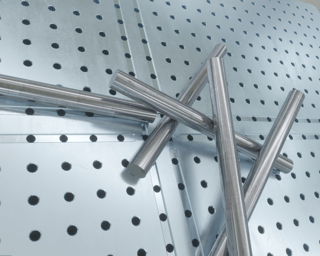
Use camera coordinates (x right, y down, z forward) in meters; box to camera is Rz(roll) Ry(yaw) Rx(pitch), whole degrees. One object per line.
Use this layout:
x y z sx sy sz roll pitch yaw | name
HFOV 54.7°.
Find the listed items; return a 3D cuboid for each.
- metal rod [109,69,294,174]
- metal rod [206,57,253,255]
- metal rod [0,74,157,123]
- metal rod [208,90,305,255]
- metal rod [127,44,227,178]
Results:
0.071 0.000 0.423 0.302 0.025 0.025 25 52 -23 | metal rod
0.084 0.043 0.377 0.025 0.025 0.299 9 63 -24 | metal rod
-0.146 -0.042 0.355 0.302 0.025 0.025 10 58 -23 | metal rod
0.138 0.055 0.417 0.025 0.025 0.301 38 61 -3 | metal rod
0.040 -0.044 0.458 0.025 0.025 0.301 38 51 -3 | metal rod
